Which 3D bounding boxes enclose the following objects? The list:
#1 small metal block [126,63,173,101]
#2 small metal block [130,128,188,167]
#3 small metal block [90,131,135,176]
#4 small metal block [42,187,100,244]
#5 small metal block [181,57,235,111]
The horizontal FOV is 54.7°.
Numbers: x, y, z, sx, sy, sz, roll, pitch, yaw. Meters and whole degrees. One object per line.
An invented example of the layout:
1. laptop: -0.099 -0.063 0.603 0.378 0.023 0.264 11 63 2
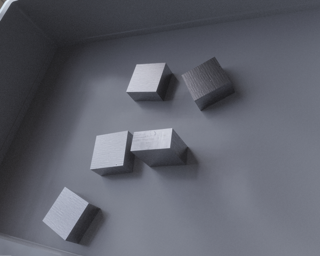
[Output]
1. small metal block: -0.015 -0.067 0.455 0.050 0.025 0.050 3 63 29
2. small metal block: 0.000 0.025 0.374 0.050 0.050 0.025 -6 59 25
3. small metal block: -0.062 0.035 0.417 0.050 0.025 0.050 -9 58 23
4. small metal block: -0.114 0.111 0.397 0.050 0.025 0.050 21 73 35
5. small metal block: 0.063 -0.058 0.409 0.050 0.025 0.050 -28 52 10
